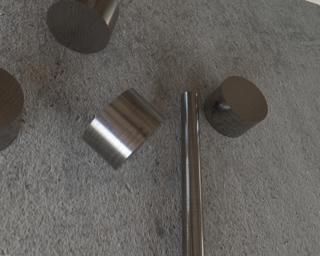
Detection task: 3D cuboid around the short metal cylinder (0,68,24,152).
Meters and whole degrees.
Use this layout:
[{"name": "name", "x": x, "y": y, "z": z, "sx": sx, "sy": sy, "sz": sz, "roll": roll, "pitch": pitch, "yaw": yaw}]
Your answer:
[{"name": "short metal cylinder", "x": -0.179, "y": -0.018, "z": 0.302, "sx": 0.081, "sy": 0.050, "sz": 0.080, "roll": 14, "pitch": 56, "yaw": -21}]

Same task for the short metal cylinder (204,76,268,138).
[{"name": "short metal cylinder", "x": 0.114, "y": -0.032, "z": 0.468, "sx": 0.081, "sy": 0.050, "sz": 0.080, "roll": 14, "pitch": 56, "yaw": -21}]

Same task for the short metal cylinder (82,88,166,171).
[{"name": "short metal cylinder", "x": -0.039, "y": 0.002, "z": 0.346, "sx": 0.050, "sy": 0.080, "sz": 0.080, "roll": 44, "pitch": 51, "yaw": 2}]

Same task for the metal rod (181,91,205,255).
[{"name": "metal rod", "x": 0.039, "y": 0.081, "z": 0.375, "sx": 0.025, "sy": 0.025, "sz": 0.300, "roll": 15, "pitch": 56, "yaw": -20}]

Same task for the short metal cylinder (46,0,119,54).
[{"name": "short metal cylinder", "x": -0.099, "y": -0.144, "z": 0.404, "sx": 0.080, "sy": 0.080, "sz": 0.050, "roll": 22, "pitch": 54, "yaw": -16}]
